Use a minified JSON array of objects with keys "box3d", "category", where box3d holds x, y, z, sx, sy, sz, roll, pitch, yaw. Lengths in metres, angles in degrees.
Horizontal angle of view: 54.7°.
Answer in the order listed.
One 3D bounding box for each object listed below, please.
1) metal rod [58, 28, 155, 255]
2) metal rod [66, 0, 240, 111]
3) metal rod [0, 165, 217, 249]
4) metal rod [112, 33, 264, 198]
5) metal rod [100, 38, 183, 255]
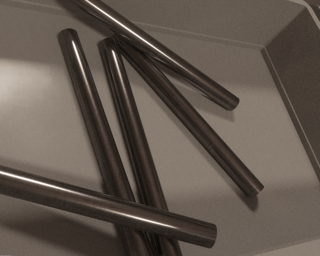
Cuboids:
[{"box3d":[-0.070,0.005,0.365,0.025,0.025,0.299,-9,66,-32],"category":"metal rod"},{"box3d":[-0.004,-0.110,0.443,0.301,0.025,0.025,31,51,-20],"category":"metal rod"},{"box3d":[-0.088,0.066,0.295,0.302,0.025,0.025,18,54,-10],"category":"metal rod"},{"box3d":[0.035,-0.025,0.441,0.300,0.025,0.025,49,51,6],"category":"metal rod"},{"box3d":[-0.030,0.012,0.383,0.025,0.025,0.299,-4,64,-31],"category":"metal rod"}]
